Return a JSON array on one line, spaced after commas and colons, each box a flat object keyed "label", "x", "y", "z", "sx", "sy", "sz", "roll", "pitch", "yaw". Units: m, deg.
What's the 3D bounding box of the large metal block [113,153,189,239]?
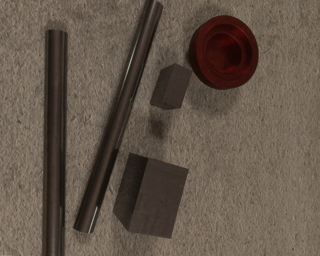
[{"label": "large metal block", "x": -0.014, "y": 0.078, "z": 0.376, "sx": 0.050, "sy": 0.080, "sz": 0.080, "roll": 17, "pitch": 84, "yaw": -20}]

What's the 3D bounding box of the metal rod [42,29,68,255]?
[{"label": "metal rod", "x": -0.124, "y": 0.037, "z": 0.363, "sx": 0.025, "sy": 0.025, "sz": 0.298, "roll": 1, "pitch": 90, "yaw": -20}]

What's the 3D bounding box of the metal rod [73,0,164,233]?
[{"label": "metal rod", "x": -0.050, "y": -0.019, "z": 0.391, "sx": 0.025, "sy": 0.025, "sz": 0.299, "roll": 19, "pitch": 84, "yaw": -20}]

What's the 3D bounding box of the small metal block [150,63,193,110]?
[{"label": "small metal block", "x": 0.013, "y": -0.052, "z": 0.402, "sx": 0.025, "sy": 0.050, "sz": 0.050, "roll": 20, "pitch": 83, "yaw": -19}]

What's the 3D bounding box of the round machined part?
[{"label": "round machined part", "x": 0.084, "y": -0.102, "z": 0.432, "sx": 0.099, "sy": 0.042, "sz": 0.097, "roll": 0, "pitch": 90, "yaw": -21}]
